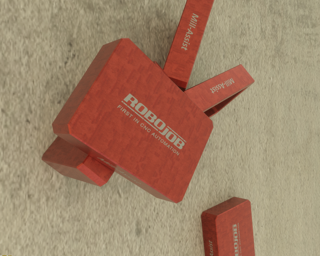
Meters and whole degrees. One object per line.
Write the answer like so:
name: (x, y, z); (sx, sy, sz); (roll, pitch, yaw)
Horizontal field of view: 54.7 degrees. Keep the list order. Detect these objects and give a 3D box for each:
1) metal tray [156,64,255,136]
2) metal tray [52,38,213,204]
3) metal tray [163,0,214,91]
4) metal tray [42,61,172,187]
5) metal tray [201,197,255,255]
metal tray: (0.055, -0.030, 0.404); (0.131, 0.090, 0.030); (-29, 79, -39)
metal tray: (-0.014, -0.002, 0.273); (0.130, 0.030, 0.090); (40, 66, -33)
metal tray: (0.030, -0.097, 0.389); (0.030, 0.090, 0.130); (18, 75, 0)
metal tray: (-0.054, -0.008, 0.318); (0.030, 0.090, 0.130); (48, 61, -30)
metal tray: (0.113, 0.187, 0.500); (0.091, 0.030, 0.129); (-11, 97, -40)
